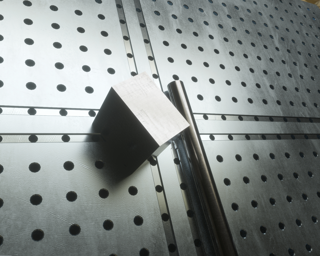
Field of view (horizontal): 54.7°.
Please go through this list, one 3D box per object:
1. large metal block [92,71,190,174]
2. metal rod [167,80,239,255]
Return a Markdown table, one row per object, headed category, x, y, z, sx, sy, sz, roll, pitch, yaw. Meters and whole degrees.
| category | x | y | z | sx | sy | sz | roll | pitch | yaw |
| --- | --- | --- | --- | --- | --- | --- | --- | --- | --- |
| large metal block | -0.025 | -0.005 | 0.362 | 0.050 | 0.080 | 0.080 | -33 | 80 | -38 |
| metal rod | 0.057 | 0.068 | 0.396 | 0.025 | 0.025 | 0.299 | 0 | 62 | -29 |
